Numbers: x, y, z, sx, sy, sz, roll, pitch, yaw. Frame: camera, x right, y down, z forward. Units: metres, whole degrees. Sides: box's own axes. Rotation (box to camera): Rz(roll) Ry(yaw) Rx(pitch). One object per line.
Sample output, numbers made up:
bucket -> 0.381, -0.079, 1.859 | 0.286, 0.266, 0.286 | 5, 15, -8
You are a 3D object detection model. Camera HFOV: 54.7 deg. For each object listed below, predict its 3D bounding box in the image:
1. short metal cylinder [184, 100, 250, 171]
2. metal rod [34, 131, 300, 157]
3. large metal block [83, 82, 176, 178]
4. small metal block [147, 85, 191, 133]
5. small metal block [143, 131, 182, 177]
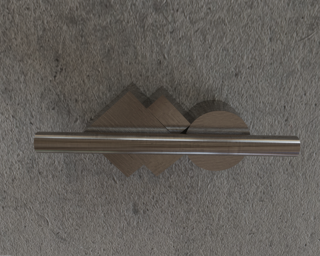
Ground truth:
short metal cylinder -> 0.070, 0.008, 0.401 | 0.081, 0.050, 0.079 | 0, 110, 0
metal rod -> 0.009, 0.019, 0.363 | 0.302, 0.025, 0.025 | 1, 110, -1
large metal block -> -0.038, 0.002, 0.396 | 0.080, 0.050, 0.080 | -40, 106, 13
small metal block -> 0.011, -0.022, 0.390 | 0.025, 0.050, 0.050 | -41, 106, 13
small metal block -> 0.006, 0.029, 0.409 | 0.050, 0.050, 0.025 | -40, 106, 13
